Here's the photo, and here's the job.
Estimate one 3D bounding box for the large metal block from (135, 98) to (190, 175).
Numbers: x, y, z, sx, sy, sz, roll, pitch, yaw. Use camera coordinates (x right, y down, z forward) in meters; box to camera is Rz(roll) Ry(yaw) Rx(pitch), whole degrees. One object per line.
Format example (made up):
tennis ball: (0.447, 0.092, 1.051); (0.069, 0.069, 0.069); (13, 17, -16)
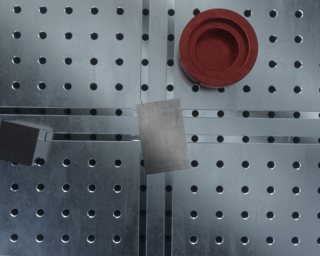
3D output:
large metal block: (0.003, 0.009, 0.386); (0.050, 0.080, 0.080); (-8, 90, 0)

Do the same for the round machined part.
round machined part: (0.073, -0.100, 0.405); (0.099, 0.042, 0.097); (0, 90, 0)

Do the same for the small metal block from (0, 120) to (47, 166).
small metal block: (-0.185, 0.020, 0.412); (0.050, 0.025, 0.050); (13, 90, 0)
